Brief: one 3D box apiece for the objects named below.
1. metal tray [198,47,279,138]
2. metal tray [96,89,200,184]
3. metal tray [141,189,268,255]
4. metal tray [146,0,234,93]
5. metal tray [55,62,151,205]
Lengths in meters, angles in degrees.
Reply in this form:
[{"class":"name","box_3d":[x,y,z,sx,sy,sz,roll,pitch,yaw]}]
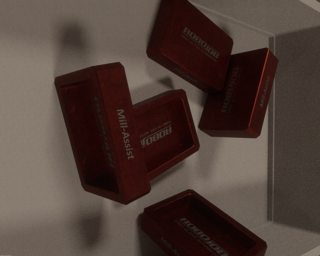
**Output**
[{"class":"metal tray","box_3d":[0.116,-0.051,0.464,0.030,0.090,0.130,30,71,-37]},{"class":"metal tray","box_3d":[-0.011,0.011,0.396,0.131,0.030,0.089,-27,107,-37]},{"class":"metal tray","box_3d":[0.051,0.133,0.382,0.091,0.130,0.030,-13,122,-40]},{"class":"metal tray","box_3d":[0.049,-0.116,0.446,0.131,0.030,0.090,24,75,-38]},{"class":"metal tray","box_3d":[-0.060,0.005,0.315,0.030,0.090,0.129,-20,103,-39]}]
